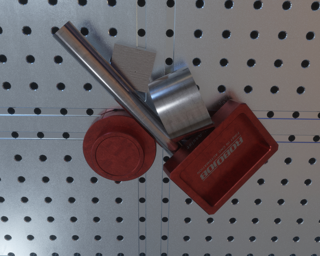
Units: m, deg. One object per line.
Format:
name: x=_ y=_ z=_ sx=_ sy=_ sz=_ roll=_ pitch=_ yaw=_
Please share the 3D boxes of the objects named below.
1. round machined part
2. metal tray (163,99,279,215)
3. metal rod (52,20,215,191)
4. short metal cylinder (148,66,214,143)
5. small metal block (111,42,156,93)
round machined part: x=-0.054 y=0.029 z=0.413 sx=0.099 sy=0.042 sz=0.097 roll=0 pitch=110 yaw=-1
metal tray: x=0.080 y=0.038 z=0.403 sx=0.130 sy=0.030 sz=0.090 roll=-45 pitch=113 yaw=-2
metal rod: x=-0.012 y=-0.007 z=0.393 sx=0.025 sy=0.025 sz=0.300 roll=-38 pitch=114 yaw=12
short metal cylinder: x=0.026 y=-0.028 z=0.374 sx=0.050 sy=0.080 sz=0.080 roll=-24 pitch=109 yaw=8
small metal block: x=-0.035 y=-0.076 z=0.385 sx=0.050 sy=0.025 sz=0.050 roll=12 pitch=110 yaw=-5
